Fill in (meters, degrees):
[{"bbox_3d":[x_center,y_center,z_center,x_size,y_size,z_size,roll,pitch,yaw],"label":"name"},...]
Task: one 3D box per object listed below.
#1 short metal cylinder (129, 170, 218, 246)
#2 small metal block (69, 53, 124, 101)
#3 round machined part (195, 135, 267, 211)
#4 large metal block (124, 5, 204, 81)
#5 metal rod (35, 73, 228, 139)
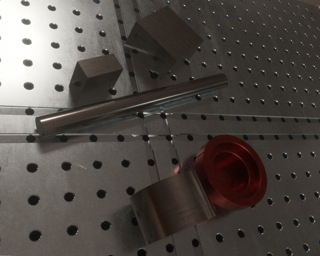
[{"bbox_3d":[0.014,0.085,0.330,0.081,0.080,0.050,-10,67,-33],"label":"short metal cylinder"},{"bbox_3d":[-0.081,-0.063,0.388,0.050,0.050,0.025,-24,75,-37],"label":"small metal block"},{"bbox_3d":[0.088,0.061,0.410,0.099,0.042,0.098,14,56,-21],"label":"round machined part"},{"bbox_3d":[0.007,-0.132,0.478,0.080,0.050,0.080,45,51,2],"label":"large metal block"},{"bbox_3d":[-0.014,-0.039,0.425,0.302,0.025,0.025,-18,72,-35],"label":"metal rod"}]
